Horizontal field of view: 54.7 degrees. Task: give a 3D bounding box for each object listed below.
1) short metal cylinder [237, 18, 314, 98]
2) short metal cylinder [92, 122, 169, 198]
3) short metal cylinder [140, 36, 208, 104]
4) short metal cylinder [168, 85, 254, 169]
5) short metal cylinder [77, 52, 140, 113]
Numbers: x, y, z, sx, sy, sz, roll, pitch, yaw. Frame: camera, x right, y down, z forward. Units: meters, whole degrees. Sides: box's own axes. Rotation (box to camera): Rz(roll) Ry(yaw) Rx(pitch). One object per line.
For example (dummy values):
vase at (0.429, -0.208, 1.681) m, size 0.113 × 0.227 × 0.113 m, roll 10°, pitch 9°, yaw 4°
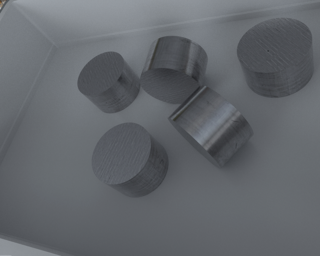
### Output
short metal cylinder at (0.138, -0.083, 0.368) m, size 0.080 × 0.050 × 0.080 m, roll -13°, pitch 56°, yaw 21°
short metal cylinder at (-0.036, 0.040, 0.384) m, size 0.080 × 0.050 × 0.080 m, roll -13°, pitch 56°, yaw 21°
short metal cylinder at (0.019, -0.074, 0.406) m, size 0.080 × 0.080 × 0.050 m, roll 0°, pitch 62°, yaw 28°
short metal cylinder at (0.055, -0.001, 0.342) m, size 0.050 × 0.080 × 0.080 m, roll -45°, pitch 51°, yaw -3°
short metal cylinder at (-0.077, -0.069, 0.473) m, size 0.080 × 0.050 × 0.080 m, roll -13°, pitch 56°, yaw 21°
